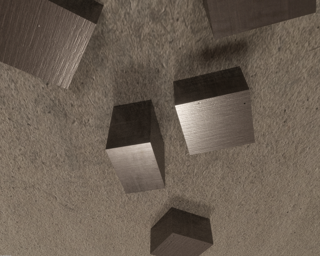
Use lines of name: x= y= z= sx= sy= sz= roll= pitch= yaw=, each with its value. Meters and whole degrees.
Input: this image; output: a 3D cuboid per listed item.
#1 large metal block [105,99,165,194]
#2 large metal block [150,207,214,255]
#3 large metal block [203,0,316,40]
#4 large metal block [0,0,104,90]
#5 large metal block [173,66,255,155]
large metal block: x=-0.027 y=0.023 z=0.391 sx=0.050 sy=0.080 sz=0.080 roll=-10 pitch=130 yaw=8
large metal block: x=0.037 y=0.195 z=0.558 sx=0.080 sy=0.050 sz=0.080 roll=22 pitch=127 yaw=-18
large metal block: x=0.077 y=-0.126 z=0.265 sx=0.080 sy=0.080 sz=0.050 roll=-13 pitch=129 yaw=10
large metal block: x=-0.112 y=-0.097 z=0.306 sx=0.080 sy=0.050 sz=0.080 roll=23 pitch=126 yaw=-19
large metal block: x=0.066 y=-0.019 z=0.375 sx=0.080 sy=0.050 sz=0.080 roll=-12 pitch=129 yaw=9
